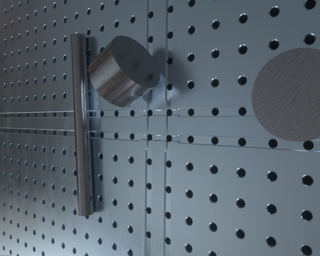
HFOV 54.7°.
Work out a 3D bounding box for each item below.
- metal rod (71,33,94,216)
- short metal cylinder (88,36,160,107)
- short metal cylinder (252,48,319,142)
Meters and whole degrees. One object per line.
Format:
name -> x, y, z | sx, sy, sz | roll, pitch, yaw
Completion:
metal rod -> -0.130, -0.007, 0.516 | 0.025, 0.025, 0.298 | -5, 87, 40
short metal cylinder -> -0.047, -0.074, 0.412 | 0.050, 0.081, 0.080 | -34, 69, 35
short metal cylinder -> 0.133, -0.028, 0.283 | 0.080, 0.050, 0.080 | 0, 90, 40
